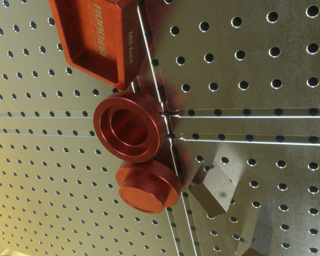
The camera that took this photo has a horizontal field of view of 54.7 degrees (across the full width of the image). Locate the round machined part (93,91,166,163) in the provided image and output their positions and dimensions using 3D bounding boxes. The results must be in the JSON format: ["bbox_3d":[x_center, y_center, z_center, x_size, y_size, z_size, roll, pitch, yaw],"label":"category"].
[{"bbox_3d":[-0.037,-0.005,0.417,0.098,0.042,0.097,13,124,21],"label":"round machined part"}]

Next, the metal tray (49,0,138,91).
[{"bbox_3d":[-0.071,-0.107,0.347,0.090,0.030,0.129,27,152,11],"label":"metal tray"}]

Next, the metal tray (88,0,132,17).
[{"bbox_3d":[-0.076,-0.194,0.327,0.130,0.030,0.089,39,129,1],"label":"metal tray"}]

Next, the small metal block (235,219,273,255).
[{"bbox_3d":[0.129,0.164,0.429,0.025,0.050,0.050,30,128,9],"label":"small metal block"}]

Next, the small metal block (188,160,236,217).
[{"bbox_3d":[0.069,0.079,0.407,0.025,0.050,0.050,-32,101,38],"label":"small metal block"}]

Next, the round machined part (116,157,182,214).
[{"bbox_3d":[-0.021,0.089,0.451,0.098,0.042,0.097,15,140,14],"label":"round machined part"}]
